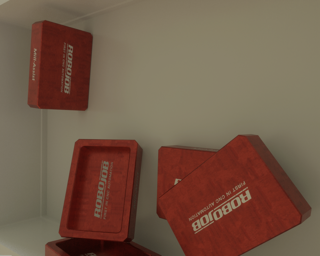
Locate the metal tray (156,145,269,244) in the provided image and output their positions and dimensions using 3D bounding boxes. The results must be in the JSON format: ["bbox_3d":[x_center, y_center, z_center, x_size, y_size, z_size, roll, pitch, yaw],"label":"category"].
[{"bbox_3d":[0.056,0.070,0.358,0.130,0.030,0.089,3,92,40],"label":"metal tray"}]

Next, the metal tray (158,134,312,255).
[{"bbox_3d":[0.066,0.078,0.310,0.129,0.030,0.090,-44,64,31],"label":"metal tray"}]

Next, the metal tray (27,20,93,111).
[{"bbox_3d":[-0.157,-0.094,0.494,0.030,0.091,0.129,9,96,40],"label":"metal tray"}]

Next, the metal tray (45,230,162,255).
[{"bbox_3d":[-0.071,0.162,0.374,0.130,0.091,0.030,1,91,49],"label":"metal tray"}]

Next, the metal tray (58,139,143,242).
[{"bbox_3d":[-0.076,0.081,0.414,0.090,0.030,0.130,1,69,10],"label":"metal tray"}]
